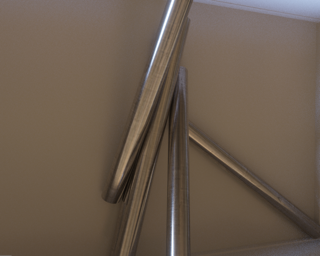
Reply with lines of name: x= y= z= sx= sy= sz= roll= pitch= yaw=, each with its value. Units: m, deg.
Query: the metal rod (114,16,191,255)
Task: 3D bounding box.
metal rod: x=-0.008 y=0.007 z=0.379 sx=0.025 sy=0.025 sz=0.299 roll=15 pitch=85 yaw=-20

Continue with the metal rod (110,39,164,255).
metal rod: x=-0.023 y=0.024 z=0.402 sx=0.025 sy=0.025 sz=0.298 roll=13 pitch=86 yaw=-20

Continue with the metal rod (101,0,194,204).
metal rod: x=-0.011 y=-0.045 z=0.345 sx=0.025 sy=0.025 sz=0.298 roll=14 pitch=109 yaw=-20

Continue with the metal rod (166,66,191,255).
metal rod: x=0.021 y=0.056 z=0.353 sx=0.025 sy=0.025 sz=0.299 roll=12 pitch=61 yaw=-20

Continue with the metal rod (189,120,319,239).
metal rod: x=0.139 y=0.081 z=0.461 sx=0.301 sy=0.025 sz=0.025 roll=37 pitch=78 yaw=-16
